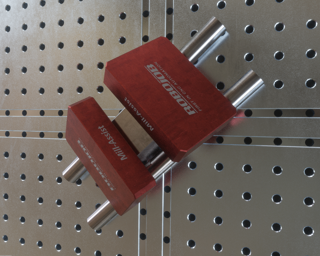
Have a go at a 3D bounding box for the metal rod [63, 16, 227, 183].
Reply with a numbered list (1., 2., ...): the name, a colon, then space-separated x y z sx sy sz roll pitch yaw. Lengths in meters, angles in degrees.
1. metal rod: -0.030 -0.030 0.422 0.299 0.025 0.025 -44 77 14

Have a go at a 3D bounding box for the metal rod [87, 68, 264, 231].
1. metal rod: 0.011 0.037 0.408 0.299 0.025 0.025 -43 77 14

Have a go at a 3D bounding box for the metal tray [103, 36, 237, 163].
1. metal tray: 0.010 -0.037 0.350 0.091 0.030 0.130 -34 75 -29

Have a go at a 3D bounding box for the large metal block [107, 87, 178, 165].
1. large metal block: -0.013 -0.002 0.386 0.080 0.080 0.050 -44 77 14

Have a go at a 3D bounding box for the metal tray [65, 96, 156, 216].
1. metal tray: -0.066 0.037 0.377 0.130 0.030 0.090 52 149 12
